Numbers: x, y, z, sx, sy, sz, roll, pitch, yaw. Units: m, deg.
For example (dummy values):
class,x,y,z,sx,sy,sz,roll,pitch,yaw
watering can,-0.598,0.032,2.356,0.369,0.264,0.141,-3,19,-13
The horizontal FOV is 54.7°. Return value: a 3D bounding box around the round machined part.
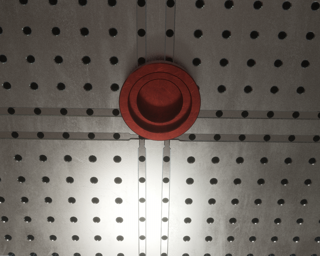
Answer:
class,x,y,z,sx,sy,sz,roll,pitch,yaw
round machined part,0.000,-0.036,0.391,0.099,0.042,0.097,0,110,-1
